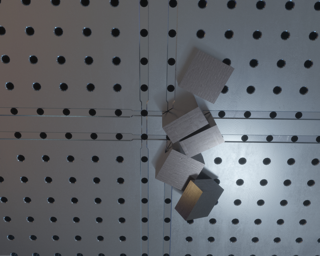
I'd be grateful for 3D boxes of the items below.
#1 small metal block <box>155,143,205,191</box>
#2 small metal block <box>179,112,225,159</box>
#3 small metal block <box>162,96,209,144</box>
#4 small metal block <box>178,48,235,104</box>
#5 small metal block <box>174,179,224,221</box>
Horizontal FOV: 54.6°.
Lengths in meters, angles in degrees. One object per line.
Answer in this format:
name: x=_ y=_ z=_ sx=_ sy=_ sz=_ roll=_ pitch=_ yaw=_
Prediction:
small metal block: x=0.027 y=0.055 z=0.434 sx=0.050 sy=0.025 sz=0.050 roll=26 pitch=108 yaw=-9
small metal block: x=0.052 y=0.009 z=0.404 sx=0.050 sy=0.050 sz=0.025 roll=-26 pitch=108 yaw=9
small metal block: x=0.031 y=-0.012 z=0.396 sx=0.050 sy=0.050 sz=0.025 roll=-30 pitch=107 yaw=10
small metal block: x=0.057 y=-0.066 z=0.390 sx=0.050 sy=0.025 sz=0.050 roll=25 pitch=108 yaw=-9
small metal block: x=0.056 y=0.100 z=0.437 sx=0.050 sy=0.025 sz=0.050 roll=7 pitch=116 yaw=-45
